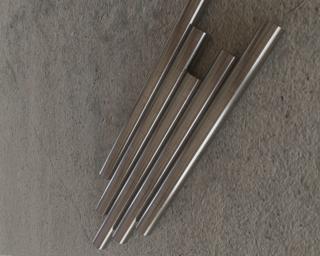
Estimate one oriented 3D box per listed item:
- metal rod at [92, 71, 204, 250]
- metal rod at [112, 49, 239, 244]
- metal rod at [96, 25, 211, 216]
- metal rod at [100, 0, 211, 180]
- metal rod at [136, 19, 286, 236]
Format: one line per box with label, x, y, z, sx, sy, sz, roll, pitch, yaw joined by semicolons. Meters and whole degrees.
metal rod;-0.025;0.058;0.425;0.025;0.025;0.298;44;116;31
metal rod;0.010;0.039;0.396;0.025;0.025;0.298;44;116;31
metal rod;-0.019;0.005;0.420;0.025;0.025;0.298;44;116;31
metal rod;-0.012;-0.049;0.414;0.025;0.025;0.298;44;116;31
metal rod;0.046;0.017;0.366;0.025;0.025;0.298;44;116;31
